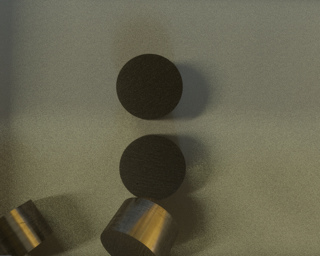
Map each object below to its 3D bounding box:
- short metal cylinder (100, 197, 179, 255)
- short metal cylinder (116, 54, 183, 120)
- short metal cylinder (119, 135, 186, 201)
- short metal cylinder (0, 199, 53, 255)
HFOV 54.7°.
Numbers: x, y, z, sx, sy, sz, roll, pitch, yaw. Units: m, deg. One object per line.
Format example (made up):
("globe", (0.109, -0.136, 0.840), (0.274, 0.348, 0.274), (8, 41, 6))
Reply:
("short metal cylinder", (-0.024, 0.131, 0.376), (0.080, 0.080, 0.050), (37, 46, -1))
("short metal cylinder", (-0.013, -0.050, 0.399), (0.081, 0.050, 0.079), (0, 90, -1))
("short metal cylinder", (-0.009, 0.048, 0.399), (0.081, 0.050, 0.079), (0, 90, -1))
("short metal cylinder", (-0.182, 0.133, 0.382), (0.080, 0.080, 0.050), (-34, 90, 0))
